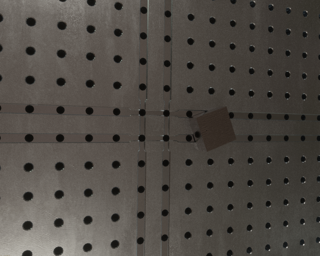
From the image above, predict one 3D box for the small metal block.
[{"bbox_3d":[0.075,0.001,0.442,0.050,0.025,0.050,-21,97,-19],"label":"small metal block"}]
